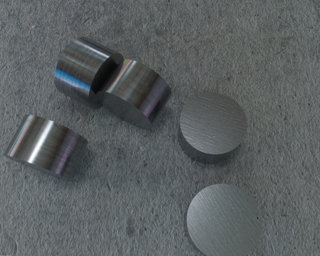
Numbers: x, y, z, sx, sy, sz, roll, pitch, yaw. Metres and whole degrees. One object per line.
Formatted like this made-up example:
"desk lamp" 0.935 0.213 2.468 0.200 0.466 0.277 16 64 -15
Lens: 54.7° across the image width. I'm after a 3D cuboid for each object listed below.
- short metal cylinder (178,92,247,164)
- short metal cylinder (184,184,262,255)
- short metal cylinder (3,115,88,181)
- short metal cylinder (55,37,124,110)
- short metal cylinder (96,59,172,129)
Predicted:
"short metal cylinder" 0.064 0.001 0.395 0.081 0.050 0.080 0 70 0
"short metal cylinder" 0.069 0.108 0.356 0.081 0.050 0.080 0 70 0
"short metal cylinder" -0.134 0.025 0.369 0.080 0.080 0.050 18 71 6
"short metal cylinder" -0.090 -0.071 0.403 0.050 0.080 0.080 28 72 11
"short metal cylinder" -0.032 -0.041 0.394 0.080 0.080 0.050 28 73 9
